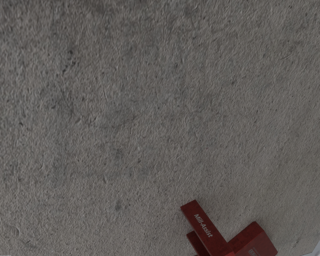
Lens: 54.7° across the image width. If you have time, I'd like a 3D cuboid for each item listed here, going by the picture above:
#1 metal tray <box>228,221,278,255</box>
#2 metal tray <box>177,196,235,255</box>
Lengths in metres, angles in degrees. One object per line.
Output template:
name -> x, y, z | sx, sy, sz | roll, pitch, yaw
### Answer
metal tray -> 0.201, 0.268, 0.679 | 0.090, 0.030, 0.130 | -39, 130, -2
metal tray -> 0.076, 0.189, 0.515 | 0.030, 0.130, 0.089 | -22, 127, -13
